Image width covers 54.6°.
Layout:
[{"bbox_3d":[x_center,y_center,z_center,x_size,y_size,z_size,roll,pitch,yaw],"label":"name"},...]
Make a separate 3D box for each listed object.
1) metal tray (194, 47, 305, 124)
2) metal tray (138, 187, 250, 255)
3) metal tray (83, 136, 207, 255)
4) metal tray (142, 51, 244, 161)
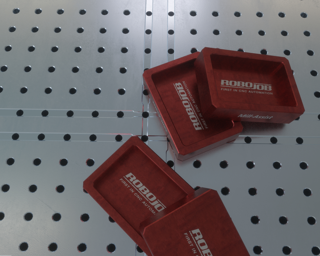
[{"bbox_3d":[0.115,-0.055,0.405,0.131,0.030,0.090,3,63,-17],"label":"metal tray"},{"bbox_3d":[0.046,0.142,0.334,0.090,0.030,0.130,-27,89,-15],"label":"metal tray"},{"bbox_3d":[-0.017,0.084,0.378,0.130,0.030,0.090,42,75,14],"label":"metal tray"},{"bbox_3d":[0.041,-0.032,0.420,0.090,0.030,0.130,-22,72,-8],"label":"metal tray"}]
